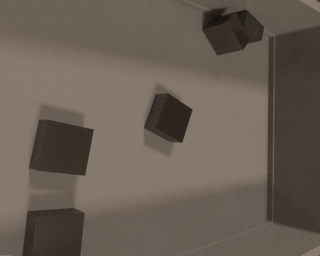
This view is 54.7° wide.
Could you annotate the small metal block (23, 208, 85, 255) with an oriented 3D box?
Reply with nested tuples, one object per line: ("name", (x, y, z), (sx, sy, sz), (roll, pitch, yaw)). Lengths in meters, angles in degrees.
("small metal block", (-0.109, 0.111, 0.317), (0.050, 0.025, 0.050), (8, 85, -40))

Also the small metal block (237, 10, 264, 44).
("small metal block", (0.132, -0.160, 0.503), (0.050, 0.050, 0.025), (22, 76, -38))

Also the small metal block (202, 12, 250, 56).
("small metal block", (0.102, -0.144, 0.478), (0.050, 0.050, 0.025), (51, 60, -28))

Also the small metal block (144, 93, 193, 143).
("small metal block", (0.012, -0.013, 0.419), (0.050, 0.025, 0.050), (30, 72, -36))

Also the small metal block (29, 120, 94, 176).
("small metal block", (-0.102, 0.021, 0.323), (0.050, 0.025, 0.050), (15, 81, -39))
